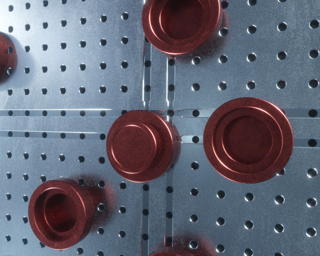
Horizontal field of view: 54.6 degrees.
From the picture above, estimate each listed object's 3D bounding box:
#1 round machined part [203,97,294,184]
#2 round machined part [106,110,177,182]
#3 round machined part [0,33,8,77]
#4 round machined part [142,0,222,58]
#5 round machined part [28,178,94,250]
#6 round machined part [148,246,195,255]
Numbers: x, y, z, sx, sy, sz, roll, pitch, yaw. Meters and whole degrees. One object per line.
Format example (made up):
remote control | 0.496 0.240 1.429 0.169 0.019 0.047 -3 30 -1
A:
round machined part | 0.104 0.014 0.367 0.098 0.042 0.097 0 90 20
round machined part | -0.030 0.024 0.414 0.098 0.042 0.097 0 90 20
round machined part | -0.305 -0.123 0.513 0.098 0.042 0.097 0 90 20
round machined part | 0.030 -0.138 0.393 0.098 0.042 0.097 0 90 20
round machined part | -0.139 0.122 0.453 0.098 0.042 0.097 0 90 20
round machined part | 0.019 0.200 0.397 0.098 0.042 0.097 0 90 20
